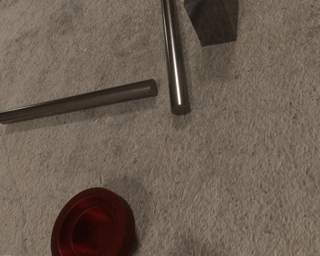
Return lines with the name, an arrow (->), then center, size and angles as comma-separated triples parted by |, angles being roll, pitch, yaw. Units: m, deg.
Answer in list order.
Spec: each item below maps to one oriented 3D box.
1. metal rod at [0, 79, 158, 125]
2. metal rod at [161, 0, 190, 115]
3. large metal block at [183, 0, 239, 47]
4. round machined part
metal rod -> -0.146, -0.038, 0.501 | 0.301, 0.025, 0.025 | -8, 58, 23
metal rod -> 0.018, -0.149, 0.484 | 0.025, 0.025, 0.299 | -16, 55, 18
large metal block -> 0.075, -0.176, 0.436 | 0.050, 0.080, 0.080 | -4, 60, 26
round machined part -> -0.071, 0.121, 0.354 | 0.098, 0.042, 0.098 | -13, 56, 20
